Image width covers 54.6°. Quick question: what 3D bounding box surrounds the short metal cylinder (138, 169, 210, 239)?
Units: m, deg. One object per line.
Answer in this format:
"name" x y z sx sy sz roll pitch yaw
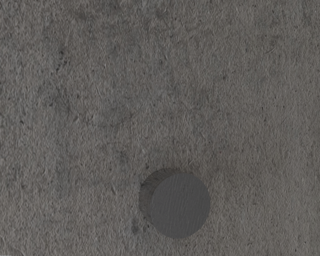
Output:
"short metal cylinder" 0.018 0.095 0.402 0.081 0.050 0.080 0 90 -20
